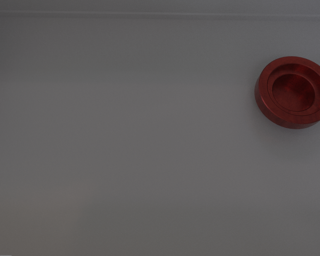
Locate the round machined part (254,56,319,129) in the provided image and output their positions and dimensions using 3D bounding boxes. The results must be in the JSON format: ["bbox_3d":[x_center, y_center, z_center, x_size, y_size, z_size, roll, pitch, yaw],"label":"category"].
[{"bbox_3d":[0.176,-0.044,0.418,0.099,0.042,0.098,0,70,0],"label":"round machined part"}]
